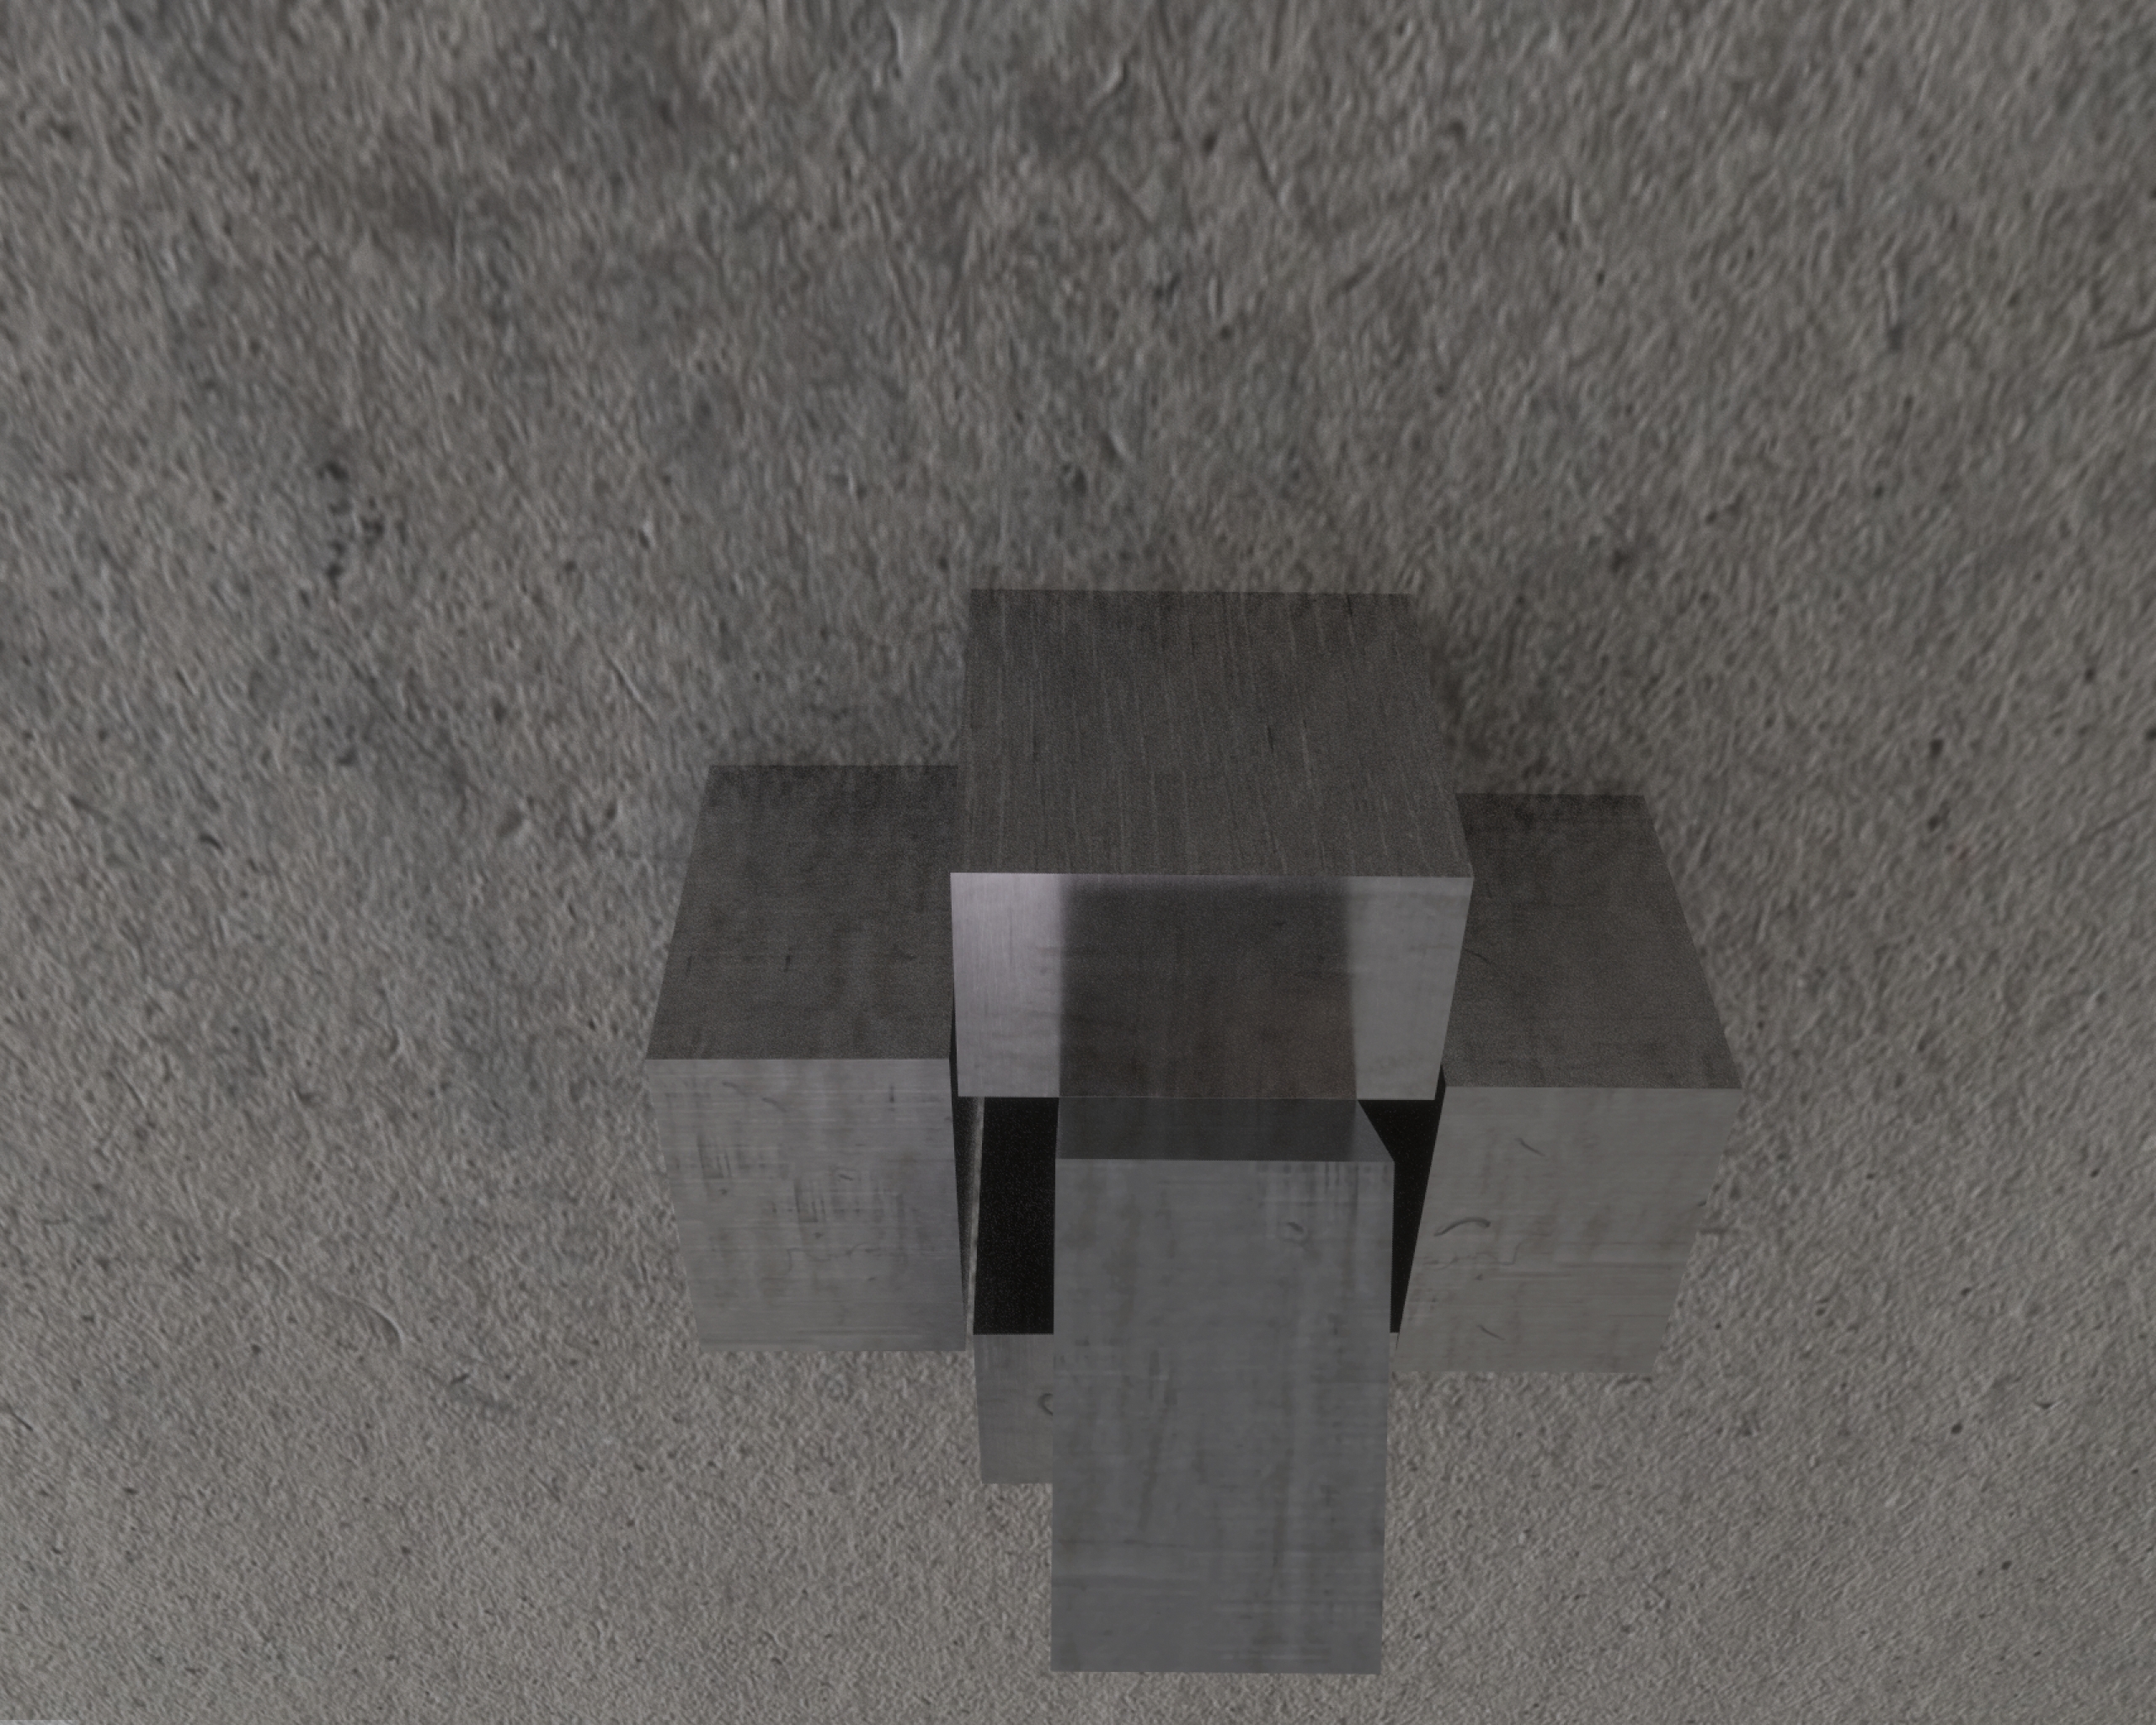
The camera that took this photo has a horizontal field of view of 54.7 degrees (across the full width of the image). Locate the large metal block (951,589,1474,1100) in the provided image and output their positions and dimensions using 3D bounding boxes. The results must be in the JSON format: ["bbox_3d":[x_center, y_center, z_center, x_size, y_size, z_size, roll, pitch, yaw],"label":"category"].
[{"bbox_3d":[0.020,-0.005,0.367,0.081,0.080,0.050,1,130,-1],"label":"large metal block"}]

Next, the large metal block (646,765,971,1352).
[{"bbox_3d":[-0.047,0.037,0.402,0.050,0.080,0.079,0,130,0],"label":"large metal block"}]

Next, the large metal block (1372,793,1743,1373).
[{"bbox_3d":[0.086,0.042,0.408,0.050,0.080,0.079,1,130,-1],"label":"large metal block"}]

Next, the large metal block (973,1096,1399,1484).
[{"bbox_3d":[0.021,0.082,0.441,0.081,0.080,0.050,0,130,0],"label":"large metal block"}]

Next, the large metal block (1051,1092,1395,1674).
[{"bbox_3d":[0.022,0.080,0.353,0.050,0.080,0.079,1,96,0],"label":"large metal block"}]
